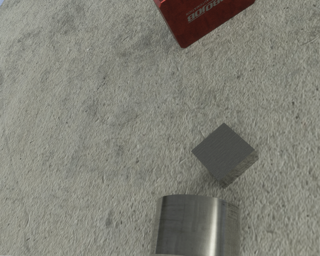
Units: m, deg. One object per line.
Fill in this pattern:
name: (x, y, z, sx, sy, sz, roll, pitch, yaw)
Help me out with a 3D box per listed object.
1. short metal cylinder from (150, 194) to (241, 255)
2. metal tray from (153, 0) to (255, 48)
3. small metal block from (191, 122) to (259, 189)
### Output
short metal cylinder: (0.034, 0.099, 0.290, 0.080, 0.080, 0.050, -6, 59, 25)
metal tray: (0.065, -0.185, 0.441, 0.130, 0.090, 0.030, -32, 52, 7)
small metal block: (0.072, 0.030, 0.347, 0.050, 0.025, 0.050, -41, 51, 0)
